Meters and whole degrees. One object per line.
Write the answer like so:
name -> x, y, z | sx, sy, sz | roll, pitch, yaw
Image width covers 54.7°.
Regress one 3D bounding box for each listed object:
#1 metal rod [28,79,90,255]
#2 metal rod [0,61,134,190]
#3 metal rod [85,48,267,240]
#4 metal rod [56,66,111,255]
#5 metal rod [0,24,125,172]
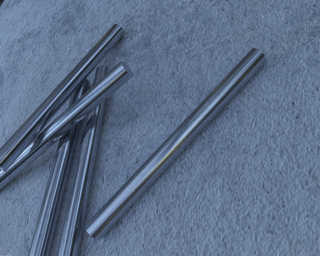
metal rod -> -0.141, 0.052, 0.446 | 0.025, 0.025, 0.299 | -9, 58, 23
metal rod -> -0.158, 0.010, 0.449 | 0.300, 0.025, 0.025 | -38, 51, 15
metal rod -> 0.023, 0.016, 0.381 | 0.300, 0.025, 0.025 | -47, 51, -5
metal rod -> -0.102, 0.036, 0.435 | 0.025, 0.025, 0.299 | -10, 57, 23
metal rod -> -0.144, -0.062, 0.479 | 0.025, 0.025, 0.301 | 11, 55, 33
